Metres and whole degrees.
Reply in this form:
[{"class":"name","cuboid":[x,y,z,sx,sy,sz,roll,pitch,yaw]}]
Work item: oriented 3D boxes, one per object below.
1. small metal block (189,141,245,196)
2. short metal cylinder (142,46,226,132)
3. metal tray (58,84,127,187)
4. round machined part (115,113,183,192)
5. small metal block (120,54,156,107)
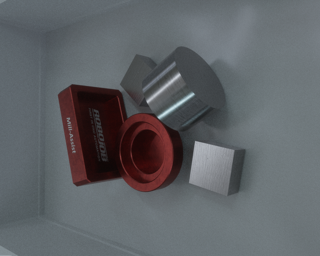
[{"class":"small metal block","cuboid":[0.064,0.044,0.350,0.050,0.025,0.050,12,97,40]},{"class":"short metal cylinder","cuboid":[0.027,-0.043,0.345,0.050,0.081,0.080,-36,68,34]},{"class":"metal tray","cuboid":[-0.084,0.009,0.429,0.030,0.091,0.129,-22,76,38]},{"class":"round machined part","cuboid":[-0.010,0.030,0.398,0.098,0.042,0.097,0,90,39]},{"class":"small metal block","cuboid":[-0.021,-0.064,0.420,0.050,0.025,0.050,49,119,30]}]
